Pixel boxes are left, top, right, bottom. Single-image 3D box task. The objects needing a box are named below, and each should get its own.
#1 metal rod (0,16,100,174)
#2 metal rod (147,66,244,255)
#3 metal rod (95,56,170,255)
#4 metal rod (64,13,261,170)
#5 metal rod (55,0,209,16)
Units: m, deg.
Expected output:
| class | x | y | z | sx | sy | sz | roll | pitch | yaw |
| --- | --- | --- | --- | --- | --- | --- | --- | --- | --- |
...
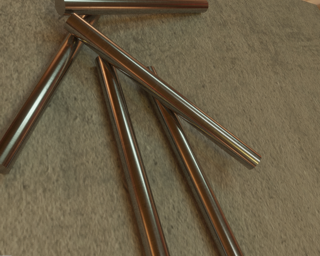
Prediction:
| class | x | y | z | sx | sy | sz | roll | pitch | yaw |
| --- | --- | --- | --- | --- | --- | --- | --- | --- | --- |
| metal rod | -0.124 | -0.079 | 0.385 | 0.025 | 0.025 | 0.300 | 25 | 53 | -13 |
| metal rod | 0.039 | 0.048 | 0.396 | 0.025 | 0.025 | 0.299 | -11 | 68 | -33 |
| metal rod | -0.033 | 0.039 | 0.363 | 0.025 | 0.025 | 0.299 | -4 | 64 | -31 |
| metal rod | 0.007 | -0.045 | 0.402 | 0.301 | 0.025 | 0.025 | 37 | 51 | -4 |
| metal rod | -0.022 | -0.194 | 0.492 | 0.302 | 0.025 | 0.025 | -21 | 73 | -42 |
